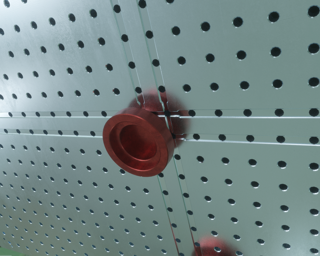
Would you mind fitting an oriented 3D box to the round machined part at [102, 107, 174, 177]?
[{"bbox_3d":[-0.026,0.015,0.424,0.098,0.042,0.097,13,124,21],"label":"round machined part"}]
